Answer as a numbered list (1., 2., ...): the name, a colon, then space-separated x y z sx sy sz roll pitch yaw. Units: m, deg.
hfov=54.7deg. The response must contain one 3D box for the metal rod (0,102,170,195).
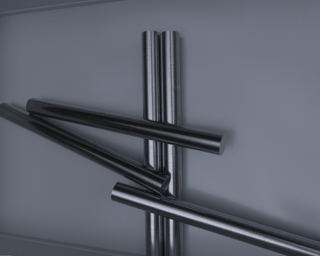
1. metal rod: -0.122 0.021 0.437 0.301 0.025 0.025 21 97 23

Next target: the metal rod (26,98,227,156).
1. metal rod: -0.063 -0.008 0.409 0.301 0.025 0.025 11 94 26

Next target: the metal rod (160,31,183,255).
1. metal rod: 0.015 0.027 0.401 0.025 0.025 0.298 -1 90 19

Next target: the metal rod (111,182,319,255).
1. metal rod: 0.086 0.116 0.360 0.301 0.025 0.025 14 95 13

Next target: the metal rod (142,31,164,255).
1. metal rod: -0.009 0.024 0.410 0.025 0.025 0.298 -1 90 19
